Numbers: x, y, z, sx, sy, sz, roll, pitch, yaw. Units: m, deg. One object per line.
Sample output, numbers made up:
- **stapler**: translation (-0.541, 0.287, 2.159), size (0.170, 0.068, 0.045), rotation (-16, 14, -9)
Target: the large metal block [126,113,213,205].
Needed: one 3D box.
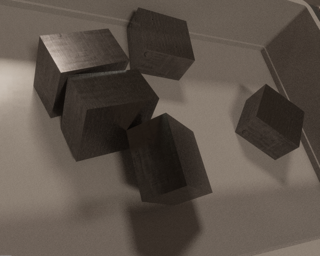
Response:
- **large metal block**: translation (0.012, 0.039, 0.350), size (0.080, 0.050, 0.080), rotation (31, 40, -59)

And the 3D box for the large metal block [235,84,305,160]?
- **large metal block**: translation (0.176, -0.010, 0.493), size (0.080, 0.050, 0.080), rotation (35, 51, -6)

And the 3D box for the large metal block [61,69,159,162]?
- **large metal block**: translation (-0.058, -0.015, 0.343), size (0.081, 0.079, 0.050), rotation (-12, 54, -33)

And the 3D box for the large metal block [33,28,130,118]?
- **large metal block**: translation (-0.093, -0.063, 0.358), size (0.081, 0.080, 0.050), rotation (-20, 69, -36)

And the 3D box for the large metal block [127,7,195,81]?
- **large metal block**: translation (-0.001, -0.125, 0.467), size (0.081, 0.050, 0.080), rotation (7, 59, -25)
